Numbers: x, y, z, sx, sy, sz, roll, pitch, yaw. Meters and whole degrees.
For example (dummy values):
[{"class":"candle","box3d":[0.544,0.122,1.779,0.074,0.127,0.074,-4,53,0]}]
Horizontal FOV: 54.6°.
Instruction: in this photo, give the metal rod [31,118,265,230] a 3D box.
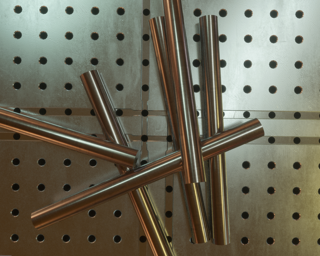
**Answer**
[{"class":"metal rod","box3d":[-0.015,0.057,0.387,0.301,0.025,0.025,-23,90,0]}]

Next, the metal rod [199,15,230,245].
[{"class":"metal rod","box3d":[0.073,0.003,0.413,0.025,0.025,0.298,-3,90,0]}]

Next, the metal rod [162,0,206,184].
[{"class":"metal rod","box3d":[0.024,-0.083,0.384,0.025,0.025,0.299,-6,79,0]}]

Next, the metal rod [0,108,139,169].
[{"class":"metal rod","box3d":[-0.173,-0.003,0.398,0.301,0.025,0.025,17,90,5]}]

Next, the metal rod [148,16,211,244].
[{"class":"metal rod","box3d":[0.026,0.002,0.413,0.025,0.025,0.299,-11,90,0]}]

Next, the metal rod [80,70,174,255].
[{"class":"metal rod","box3d":[-0.038,0.066,0.413,0.025,0.025,0.299,-22,90,0]}]
